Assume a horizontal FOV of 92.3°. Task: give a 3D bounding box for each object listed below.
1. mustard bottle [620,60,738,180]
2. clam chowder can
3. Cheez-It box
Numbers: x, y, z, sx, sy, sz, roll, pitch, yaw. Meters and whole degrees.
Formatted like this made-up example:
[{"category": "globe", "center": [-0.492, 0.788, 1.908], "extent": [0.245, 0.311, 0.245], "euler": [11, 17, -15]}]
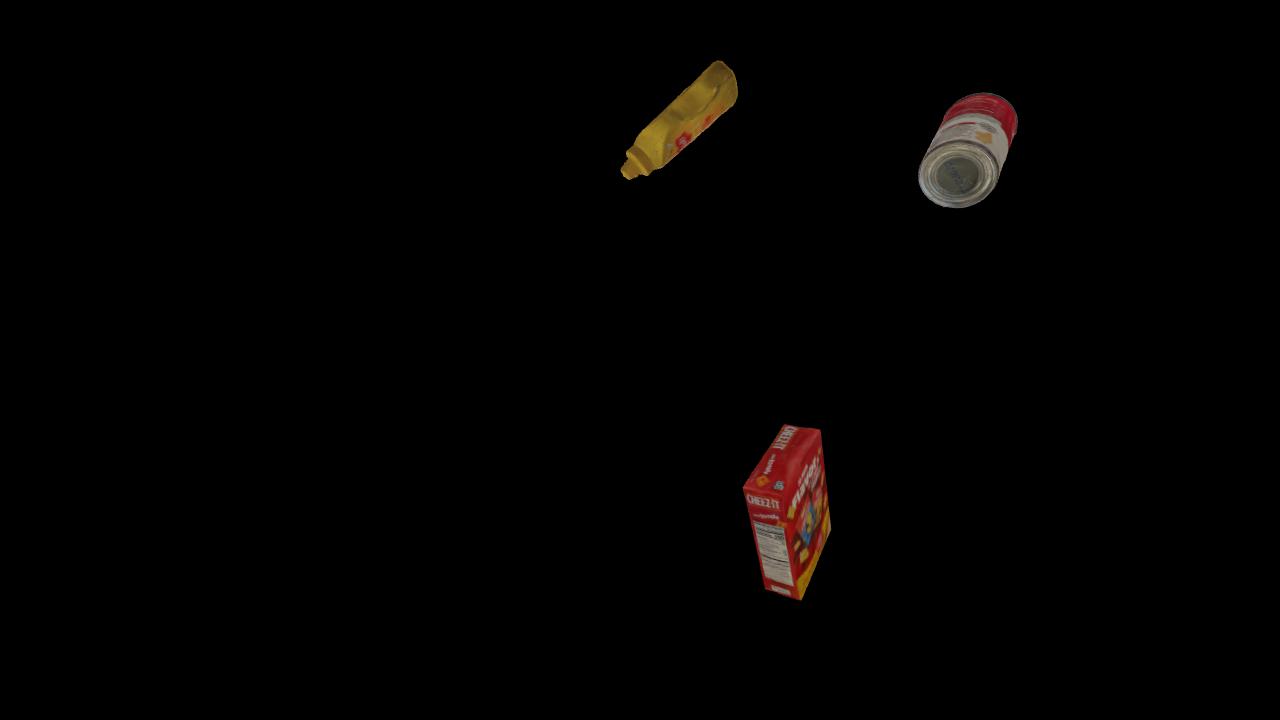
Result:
[{"category": "mustard bottle", "center": [0.045, -0.305, 0.813], "extent": [0.184, 0.054, 0.092], "euler": [-43, 1, -1]}, {"category": "clam chowder can", "center": [0.307, -0.196, 0.576], "extent": [0.068, 0.068, 0.102], "euler": [0, 41, 42]}, {"category": "Cheez-It box", "center": [0.242, 0.241, 0.983], "extent": [0.071, 0.223, 0.166], "euler": [6, 34, 34]}]
